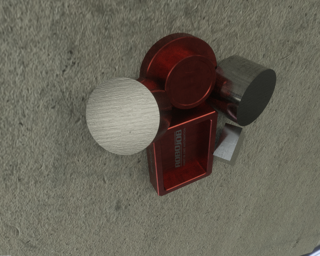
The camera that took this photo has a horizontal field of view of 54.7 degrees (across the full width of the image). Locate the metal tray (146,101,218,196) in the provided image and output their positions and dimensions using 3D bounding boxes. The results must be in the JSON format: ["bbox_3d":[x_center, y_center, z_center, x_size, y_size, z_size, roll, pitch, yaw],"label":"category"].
[{"bbox_3d":[0.029,0.030,0.425,0.091,0.030,0.129,-20,136,-17],"label":"metal tray"}]

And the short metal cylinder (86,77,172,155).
[{"bbox_3d":[-0.032,-0.015,0.337,0.080,0.080,0.050,-61,170,15],"label":"short metal cylinder"}]

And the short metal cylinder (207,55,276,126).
[{"bbox_3d":[0.106,-0.049,0.406,0.081,0.050,0.079,-29,138,-30],"label":"short metal cylinder"}]

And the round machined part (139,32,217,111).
[{"bbox_3d":[0.028,-0.062,0.375,0.099,0.042,0.097,-14,124,-21],"label":"round machined part"}]

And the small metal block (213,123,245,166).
[{"bbox_3d":[0.103,0.025,0.458,0.050,0.025,0.050,-67,157,-8],"label":"small metal block"}]
